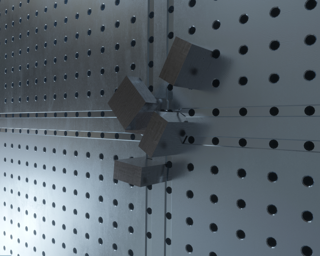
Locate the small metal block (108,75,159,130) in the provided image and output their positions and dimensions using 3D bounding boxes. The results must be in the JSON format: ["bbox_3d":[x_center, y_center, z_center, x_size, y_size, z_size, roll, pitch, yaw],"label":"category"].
[{"bbox_3d":[-0.036,-0.032,0.408,0.050,0.025,0.050,-51,60,28],"label":"small metal block"}]

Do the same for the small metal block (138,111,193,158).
[{"bbox_3d":[0.007,0.008,0.388,0.025,0.050,0.050,38,114,33],"label":"small metal block"}]

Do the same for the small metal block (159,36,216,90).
[{"bbox_3d":[0.033,-0.075,0.367,0.025,0.050,0.050,37,113,34],"label":"small metal block"}]

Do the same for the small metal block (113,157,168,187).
[{"bbox_3d":[-0.026,0.058,0.416,0.050,0.050,0.025,9,96,40],"label":"small metal block"}]

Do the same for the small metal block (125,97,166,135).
[{"bbox_3d":[-0.020,-0.017,0.427,0.050,0.025,0.050,5,93,40],"label":"small metal block"}]
